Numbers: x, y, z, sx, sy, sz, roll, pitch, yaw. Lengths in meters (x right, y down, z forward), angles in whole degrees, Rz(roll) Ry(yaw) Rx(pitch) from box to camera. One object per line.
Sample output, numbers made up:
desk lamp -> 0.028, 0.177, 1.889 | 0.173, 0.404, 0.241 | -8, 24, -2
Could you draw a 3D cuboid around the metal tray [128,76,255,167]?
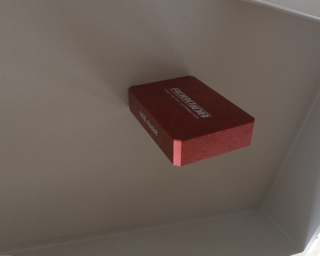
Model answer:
metal tray -> 0.028, -0.016, 0.346 | 0.091, 0.130, 0.030 | -14, 124, -21
